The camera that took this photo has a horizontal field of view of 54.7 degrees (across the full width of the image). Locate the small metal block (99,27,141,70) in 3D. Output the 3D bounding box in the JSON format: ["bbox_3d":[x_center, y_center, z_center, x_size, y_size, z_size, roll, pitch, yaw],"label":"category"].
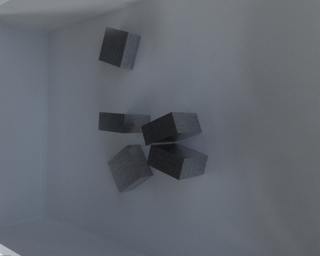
[{"bbox_3d":[-0.060,-0.117,0.456,0.050,0.025,0.050,26,106,37],"label":"small metal block"}]

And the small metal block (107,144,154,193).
[{"bbox_3d":[-0.043,0.058,0.443,0.050,0.025,0.050,-39,66,33],"label":"small metal block"}]

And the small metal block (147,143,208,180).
[{"bbox_3d":[0.021,0.039,0.373,0.050,0.050,0.025,21,103,38],"label":"small metal block"}]

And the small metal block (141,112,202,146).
[{"bbox_3d":[0.014,0.002,0.379,0.050,0.050,0.025,-24,75,37],"label":"small metal block"}]

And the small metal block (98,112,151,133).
[{"bbox_3d":[-0.049,-0.008,0.431,0.050,0.050,0.025,6,94,40],"label":"small metal block"}]
